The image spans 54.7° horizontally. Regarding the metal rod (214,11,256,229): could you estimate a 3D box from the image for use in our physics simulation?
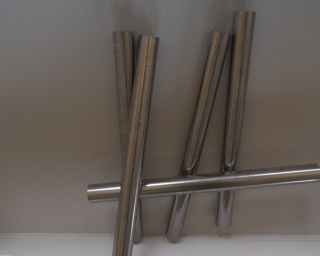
[{"bbox_3d":[0.097,0.003,0.413,0.025,0.025,0.298,1,110,-1],"label":"metal rod"}]

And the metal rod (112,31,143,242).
[{"bbox_3d":[-0.041,0.025,0.419,0.025,0.025,0.298,-1,110,0],"label":"metal rod"}]

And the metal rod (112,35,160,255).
[{"bbox_3d":[-0.032,0.038,0.383,0.025,0.025,0.298,7,94,-3],"label":"metal rod"}]

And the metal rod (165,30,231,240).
[{"bbox_3d":[0.046,0.023,0.420,0.025,0.025,0.298,9,110,-4],"label":"metal rod"}]

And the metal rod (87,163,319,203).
[{"bbox_3d":[0.056,0.073,0.411,0.302,0.025,0.025,-6,110,1],"label":"metal rod"}]
